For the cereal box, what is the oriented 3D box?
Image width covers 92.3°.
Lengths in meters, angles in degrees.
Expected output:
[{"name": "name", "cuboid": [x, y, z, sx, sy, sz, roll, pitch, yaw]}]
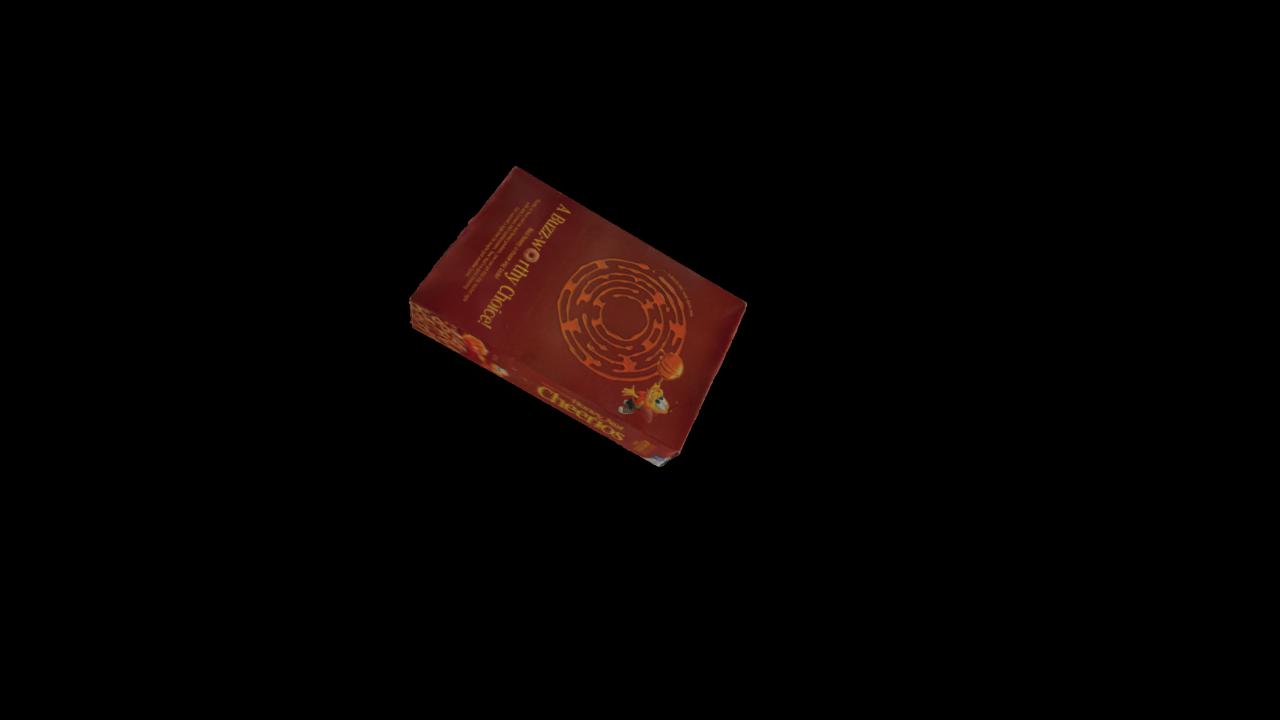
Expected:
[{"name": "cereal box", "cuboid": [-0.057, -0.047, 0.663, 0.306, 0.203, 0.081, 30, -27, -5]}]
